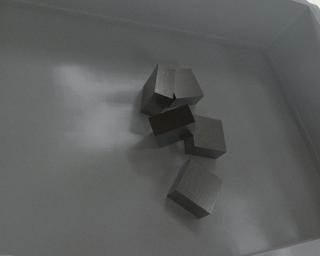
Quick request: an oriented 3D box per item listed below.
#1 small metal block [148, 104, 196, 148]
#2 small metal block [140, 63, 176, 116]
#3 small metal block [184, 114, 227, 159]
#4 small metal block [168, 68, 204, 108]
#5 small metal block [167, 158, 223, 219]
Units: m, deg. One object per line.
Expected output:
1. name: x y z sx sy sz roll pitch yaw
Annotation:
1. small metal block: 0.016 -0.001 0.387 0.050 0.050 0.025 -20 69 -2
2. small metal block: -0.003 -0.049 0.418 0.025 0.050 0.050 19 55 -18
3. small metal block: 0.061 0.012 0.431 0.050 0.025 0.050 11 57 -22
4. small metal block: 0.030 -0.060 0.458 0.050 0.025 0.050 -9 66 -32
5. small metal block: 0.044 0.075 0.383 0.050 0.025 0.050 36 51 -5
